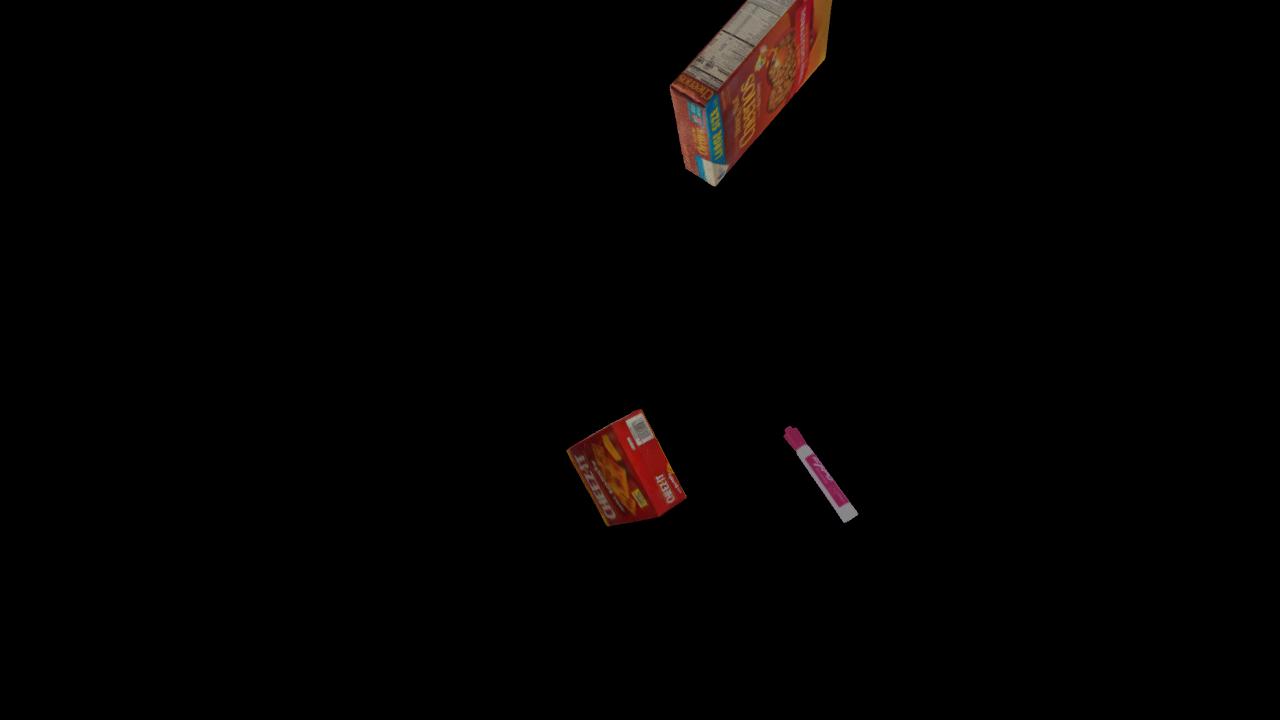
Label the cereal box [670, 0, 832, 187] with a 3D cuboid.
[{"bbox_3d":[0.178,-0.446,0.956,0.081,0.306,0.203,37,-7,19],"label":"cereal box"}]

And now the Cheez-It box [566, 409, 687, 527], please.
[{"bbox_3d":[-0.031,0.194,1.069,0.071,0.166,0.223,-25,-5,-31],"label":"Cheez-It box"}]

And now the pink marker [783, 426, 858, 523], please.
[{"bbox_3d":[0.200,0.126,0.692,0.020,0.121,0.020,-25,-26,-13],"label":"pink marker"}]
